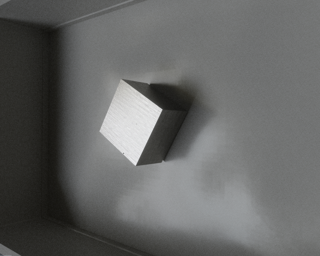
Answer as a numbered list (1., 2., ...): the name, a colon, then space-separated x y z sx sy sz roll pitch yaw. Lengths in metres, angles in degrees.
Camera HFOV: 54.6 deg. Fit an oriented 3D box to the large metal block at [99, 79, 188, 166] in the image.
1. large metal block: -0.024 -0.008 0.407 0.080 0.050 0.080 39 113 33
